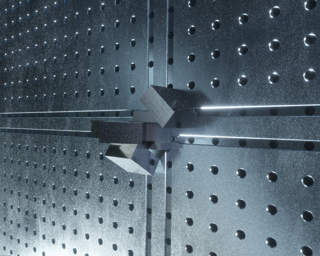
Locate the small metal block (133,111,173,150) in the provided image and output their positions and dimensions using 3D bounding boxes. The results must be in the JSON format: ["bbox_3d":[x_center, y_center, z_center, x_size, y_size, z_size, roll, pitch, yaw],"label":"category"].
[{"bbox_3d":[-0.010,0.003,0.419,0.050,0.025,0.050,2,91,39],"label":"small metal block"}]

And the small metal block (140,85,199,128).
[{"bbox_3d":[0.012,-0.026,0.384,0.050,0.050,0.025,51,119,28],"label":"small metal block"}]

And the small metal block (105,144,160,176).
[{"bbox_3d":[-0.037,0.040,0.422,0.050,0.050,0.025,2,60,40],"label":"small metal block"}]

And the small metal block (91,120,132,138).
[{"bbox_3d":[-0.063,0.002,0.445,0.050,0.050,0.025,2,92,40],"label":"small metal block"}]

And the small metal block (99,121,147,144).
[{"bbox_3d":[-0.044,0.005,0.385,0.050,0.050,0.025,2,92,3],"label":"small metal block"}]
